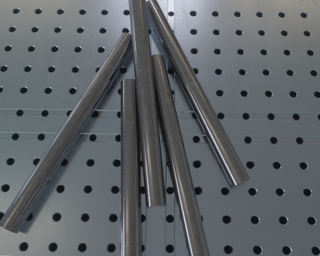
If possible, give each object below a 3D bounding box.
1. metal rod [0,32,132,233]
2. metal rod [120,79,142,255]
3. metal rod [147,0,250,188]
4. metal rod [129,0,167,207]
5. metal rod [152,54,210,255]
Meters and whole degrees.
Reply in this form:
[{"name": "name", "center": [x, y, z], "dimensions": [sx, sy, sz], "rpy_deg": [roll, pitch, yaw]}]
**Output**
[{"name": "metal rod", "center": [-0.112, -0.007, 0.413], "dimensions": [0.025, 0.025, 0.300], "rpy_deg": [25, 72, 9]}, {"name": "metal rod", "center": [-0.037, 0.077, 0.383], "dimensions": [0.025, 0.025, 0.299], "rpy_deg": [-2, 70, -1]}, {"name": "metal rod", "center": [0.043, -0.060, 0.434], "dimensions": [0.025, 0.025, 0.299], "rpy_deg": [-22, 72, -8]}, {"name": "metal rod", "center": [-0.019, -0.049, 0.415], "dimensions": [0.025, 0.025, 0.299], "rpy_deg": [-5, 75, -2]}, {"name": "metal rod", "center": [0.022, 0.039, 0.397], "dimensions": [0.025, 0.025, 0.299], "rpy_deg": [-10, 70, -4]}]
